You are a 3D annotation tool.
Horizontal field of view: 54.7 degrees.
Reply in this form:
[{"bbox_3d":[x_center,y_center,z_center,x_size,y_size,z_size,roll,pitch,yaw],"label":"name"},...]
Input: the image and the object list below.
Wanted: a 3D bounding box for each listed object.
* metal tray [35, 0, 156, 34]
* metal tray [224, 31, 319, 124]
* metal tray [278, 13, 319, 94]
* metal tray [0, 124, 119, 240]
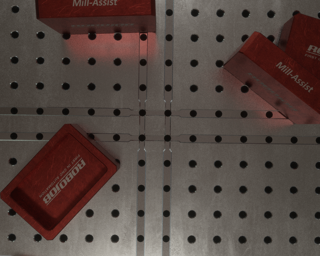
[{"bbox_3d":[-0.071,-0.140,0.378,0.131,0.090,0.030,-2,96,-1],"label":"metal tray"},{"bbox_3d":[0.147,-0.056,0.382,0.130,0.090,0.030,38,90,-1],"label":"metal tray"},{"bbox_3d":[0.222,-0.087,0.408,0.131,0.030,0.090,16,85,-3],"label":"metal tray"},{"bbox_3d":[-0.129,0.069,0.409,0.090,0.030,0.130,43,90,-1],"label":"metal tray"}]
